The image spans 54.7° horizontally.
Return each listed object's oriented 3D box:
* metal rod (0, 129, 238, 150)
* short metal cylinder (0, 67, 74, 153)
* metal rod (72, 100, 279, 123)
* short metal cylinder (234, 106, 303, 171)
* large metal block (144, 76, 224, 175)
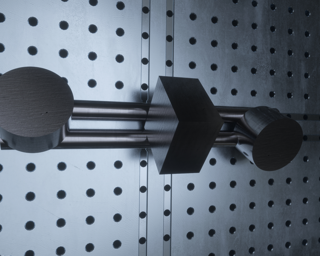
[{"bbox_3d":[-0.035,0.014,0.399,0.302,0.025,0.025,1,90,-20],"label":"metal rod"},{"bbox_3d":[-0.136,-0.019,0.334,0.081,0.050,0.080,8,65,-17],"label":"short metal cylinder"},{"bbox_3d":[0.035,-0.020,0.425,0.302,0.025,0.025,1,90,-20],"label":"metal rod"},{"bbox_3d":[0.152,0.014,0.441,0.081,0.050,0.079,-8,115,-16],"label":"short metal cylinder"},{"bbox_3d":[0.023,-0.003,0.360,0.050,0.080,0.079,1,132,-20],"label":"large metal block"}]
